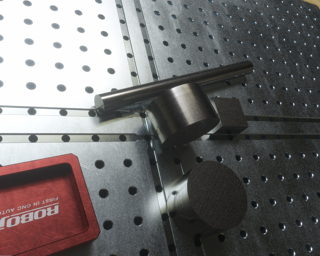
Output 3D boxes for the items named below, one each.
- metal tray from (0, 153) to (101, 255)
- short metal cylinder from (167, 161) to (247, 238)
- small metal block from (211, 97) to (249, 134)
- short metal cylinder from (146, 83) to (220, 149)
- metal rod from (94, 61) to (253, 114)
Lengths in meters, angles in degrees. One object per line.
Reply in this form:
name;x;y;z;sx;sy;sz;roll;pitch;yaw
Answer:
metal tray;-0.132;0.080;0.284;0.131;0.030;0.090;-10;67;-32
short metal cylinder;0.056;0.085;0.370;0.081;0.050;0.080;14;56;-21
small metal block;0.101;-0.019;0.474;0.050;0.025;0.050;1;61;-28
short metal cylinder;0.029;-0.014;0.397;0.081;0.080;0.050;-12;68;-33
metal rod;0.041;-0.069;0.472;0.302;0.025;0.025;-19;72;-35
